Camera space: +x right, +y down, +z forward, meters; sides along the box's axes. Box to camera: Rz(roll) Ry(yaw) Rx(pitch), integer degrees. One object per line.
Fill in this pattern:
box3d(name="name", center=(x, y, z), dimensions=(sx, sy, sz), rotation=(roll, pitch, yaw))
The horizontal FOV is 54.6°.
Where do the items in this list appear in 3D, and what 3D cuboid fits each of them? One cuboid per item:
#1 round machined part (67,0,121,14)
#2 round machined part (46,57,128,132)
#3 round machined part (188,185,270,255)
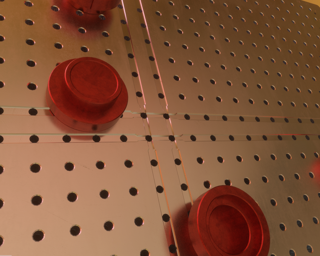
box3d(name="round machined part", center=(-0.106, -0.213, 0.470), dimensions=(0.099, 0.042, 0.098), rotation=(13, 56, -21))
box3d(name="round machined part", center=(-0.085, -0.048, 0.380), dimensions=(0.099, 0.042, 0.098), rotation=(13, 56, -21))
box3d(name="round machined part", center=(0.076, 0.121, 0.364), dimensions=(0.099, 0.042, 0.098), rotation=(13, 56, -21))
